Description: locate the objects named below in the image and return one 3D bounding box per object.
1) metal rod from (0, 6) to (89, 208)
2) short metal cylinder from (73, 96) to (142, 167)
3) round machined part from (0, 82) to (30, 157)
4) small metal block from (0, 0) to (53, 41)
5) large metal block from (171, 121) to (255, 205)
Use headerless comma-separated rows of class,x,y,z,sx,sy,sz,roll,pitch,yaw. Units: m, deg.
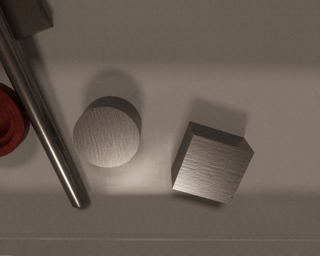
metal rod,-0.153,-0.022,0.384,0.025,0.025,0.298,-14,116,5
short metal cylinder,-0.065,0.004,0.398,0.081,0.050,0.079,0,110,-1
round machined part,-0.215,-0.014,0.394,0.099,0.042,0.097,0,110,-1
small metal block,-0.162,-0.132,0.360,0.050,0.025,0.050,-20,109,6
large metal block,0.067,0.046,0.416,0.080,0.050,0.079,17,109,-7
